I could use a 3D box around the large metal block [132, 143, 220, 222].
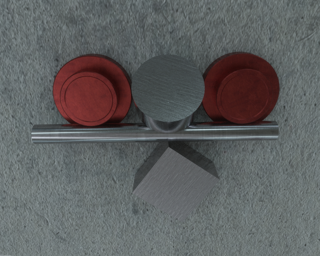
[{"bbox_3d":[0.020,0.066,0.420,0.080,0.050,0.080,34,107,-12],"label":"large metal block"}]

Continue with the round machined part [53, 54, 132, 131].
[{"bbox_3d":[-0.084,-0.040,0.385,0.099,0.042,0.097,0,110,0],"label":"round machined part"}]

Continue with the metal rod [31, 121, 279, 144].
[{"bbox_3d":[-0.006,0.006,0.390,0.302,0.025,0.025,-1,110,0],"label":"metal rod"}]

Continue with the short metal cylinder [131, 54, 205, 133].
[{"bbox_3d":[0.009,-0.038,0.364,0.080,0.050,0.080,0,75,0],"label":"short metal cylinder"}]

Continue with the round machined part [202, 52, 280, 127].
[{"bbox_3d":[0.101,-0.043,0.387,0.099,0.042,0.097,0,110,0],"label":"round machined part"}]
